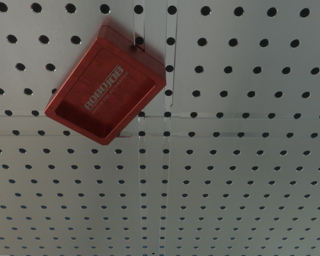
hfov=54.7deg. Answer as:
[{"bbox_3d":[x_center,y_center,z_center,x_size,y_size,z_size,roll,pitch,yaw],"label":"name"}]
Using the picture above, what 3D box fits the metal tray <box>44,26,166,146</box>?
[{"bbox_3d":[-0.066,-0.043,0.370,0.090,0.030,0.129,31,123,-24],"label":"metal tray"}]
